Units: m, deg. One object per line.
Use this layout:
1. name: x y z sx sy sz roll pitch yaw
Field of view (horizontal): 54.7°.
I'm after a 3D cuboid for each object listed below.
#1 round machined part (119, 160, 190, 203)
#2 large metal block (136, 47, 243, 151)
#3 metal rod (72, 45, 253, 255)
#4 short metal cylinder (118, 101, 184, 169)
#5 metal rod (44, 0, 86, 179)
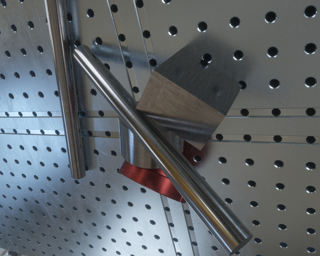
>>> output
1. round machined part: -0.001 0.060 0.414 0.098 0.098 0.042 24 83 13
2. large metal block: 0.034 -0.035 0.335 0.080 0.080 0.050 34 128 6
3. metal rod: -0.019 -0.002 0.326 0.300 0.025 0.025 49 135 32
4. short metal cylinder: -0.010 0.005 0.383 0.080 0.080 0.050 14 124 20
5. metal rod: -0.134 -0.046 0.451 0.025 0.025 0.298 15 125 19
